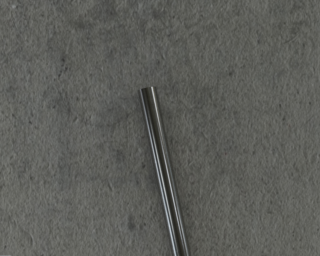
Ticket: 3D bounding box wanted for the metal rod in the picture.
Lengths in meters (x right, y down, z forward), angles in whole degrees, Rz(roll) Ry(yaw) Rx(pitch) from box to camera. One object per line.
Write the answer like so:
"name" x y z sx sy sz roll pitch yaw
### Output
"metal rod" 0.013 0.094 0.410 0.025 0.025 0.298 -12 90 0
